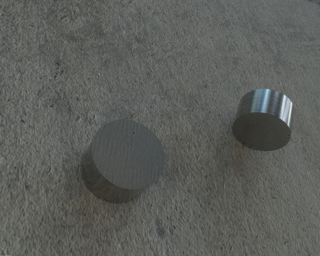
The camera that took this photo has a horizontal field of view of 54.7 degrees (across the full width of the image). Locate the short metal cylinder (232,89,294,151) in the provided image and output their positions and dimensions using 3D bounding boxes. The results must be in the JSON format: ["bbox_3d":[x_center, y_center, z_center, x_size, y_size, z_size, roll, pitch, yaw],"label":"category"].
[{"bbox_3d":[0.152,-0.011,0.457,0.080,0.080,0.050,32,52,-8],"label":"short metal cylinder"}]

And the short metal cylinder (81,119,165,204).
[{"bbox_3d":[-0.041,0.037,0.342,0.081,0.050,0.080,14,56,-21],"label":"short metal cylinder"}]
